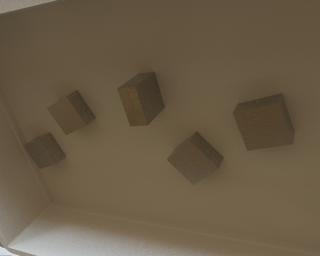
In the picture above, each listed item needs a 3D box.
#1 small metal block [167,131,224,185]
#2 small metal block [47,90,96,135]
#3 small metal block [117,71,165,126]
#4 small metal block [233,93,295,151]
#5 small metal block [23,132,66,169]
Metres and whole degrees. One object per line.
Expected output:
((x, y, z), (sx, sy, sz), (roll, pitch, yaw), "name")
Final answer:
((0.046, 0.041, 0.409), (0.050, 0.025, 0.050), (44, 129, -3), "small metal block")
((-0.133, -0.022, 0.465), (0.050, 0.025, 0.050), (-21, 107, 36), "small metal block")
((-0.022, -0.036, 0.382), (0.025, 0.050, 0.050), (-3, 117, 29), "small metal block")
((0.116, -0.006, 0.344), (0.050, 0.025, 0.050), (-13, 112, 33), "small metal block")
((-0.200, 0.040, 0.539), (0.050, 0.025, 0.050), (-17, 110, 35), "small metal block")
